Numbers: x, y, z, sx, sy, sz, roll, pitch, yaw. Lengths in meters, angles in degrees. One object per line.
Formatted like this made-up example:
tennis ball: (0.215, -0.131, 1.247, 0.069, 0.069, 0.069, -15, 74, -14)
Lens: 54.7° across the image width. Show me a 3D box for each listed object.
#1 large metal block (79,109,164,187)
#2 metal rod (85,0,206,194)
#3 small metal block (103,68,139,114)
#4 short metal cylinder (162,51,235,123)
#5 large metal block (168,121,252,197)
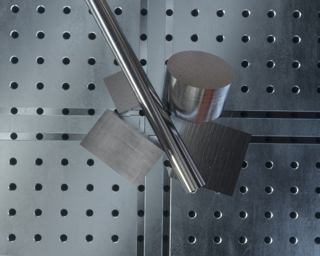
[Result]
large metal block: (-0.043, 0.022, 0.385, 0.080, 0.080, 0.050, 37, 90, -1)
metal rod: (-0.027, -0.060, 0.383, 0.025, 0.025, 0.299, -28, 79, 0)
small metal block: (-0.041, -0.051, 0.413, 0.050, 0.025, 0.050, -24, 90, -1)
short metal cylinder: (0.045, -0.052, 0.380, 0.081, 0.080, 0.050, 9, 134, -1)
large metal block: (0.061, 0.034, 0.401, 0.080, 0.050, 0.080, 18, 90, -1)
